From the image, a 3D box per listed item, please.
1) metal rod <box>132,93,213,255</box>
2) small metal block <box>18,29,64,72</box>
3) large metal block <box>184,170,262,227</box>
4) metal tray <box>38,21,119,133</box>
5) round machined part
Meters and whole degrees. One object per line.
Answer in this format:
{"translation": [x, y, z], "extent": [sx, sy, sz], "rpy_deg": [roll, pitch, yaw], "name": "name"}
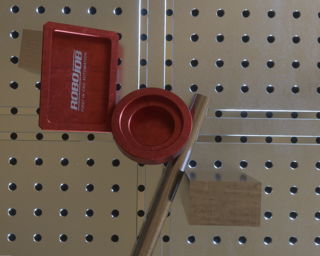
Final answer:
{"translation": [0.004, 0.097, 0.413], "extent": [0.025, 0.025, 0.299], "rpy_deg": [21, 90, -1], "name": "metal rod"}
{"translation": [-0.155, -0.100, 0.411], "extent": [0.050, 0.025, 0.050], "rpy_deg": [7, 90, 0], "name": "small metal block"}
{"translation": [0.073, 0.085, 0.387], "extent": [0.081, 0.080, 0.050], "rpy_deg": [2, 90, -1], "name": "large metal block"}
{"translation": [-0.103, -0.060, 0.394], "extent": [0.091, 0.030, 0.129], "rpy_deg": [3, 91, -21], "name": "metal tray"}
{"translation": [-0.010, 0.001, 0.392], "extent": [0.099, 0.042, 0.098], "rpy_deg": [1, 64, -1], "name": "round machined part"}
